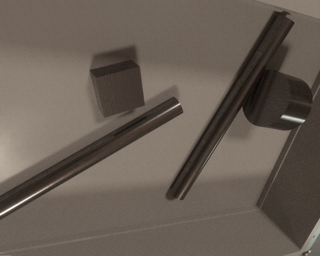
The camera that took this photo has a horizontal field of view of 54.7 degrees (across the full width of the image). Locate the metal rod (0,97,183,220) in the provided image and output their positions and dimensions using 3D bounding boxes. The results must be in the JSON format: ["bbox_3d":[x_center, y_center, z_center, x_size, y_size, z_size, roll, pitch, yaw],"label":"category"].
[{"bbox_3d":[-0.105,0.045,0.380,0.301,0.025,0.025,-30,129,-9],"label":"metal rod"}]

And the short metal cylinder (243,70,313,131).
[{"bbox_3d":[0.166,-0.038,0.443,0.050,0.080,0.079,8,114,-32],"label":"short metal cylinder"}]

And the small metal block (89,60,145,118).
[{"bbox_3d":[-0.048,-0.045,0.355,0.050,0.025,0.050,-19,126,-18],"label":"small metal block"}]

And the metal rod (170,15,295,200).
[{"bbox_3d":[0.097,-0.019,0.451,0.025,0.025,0.298,18,109,-36],"label":"metal rod"}]
